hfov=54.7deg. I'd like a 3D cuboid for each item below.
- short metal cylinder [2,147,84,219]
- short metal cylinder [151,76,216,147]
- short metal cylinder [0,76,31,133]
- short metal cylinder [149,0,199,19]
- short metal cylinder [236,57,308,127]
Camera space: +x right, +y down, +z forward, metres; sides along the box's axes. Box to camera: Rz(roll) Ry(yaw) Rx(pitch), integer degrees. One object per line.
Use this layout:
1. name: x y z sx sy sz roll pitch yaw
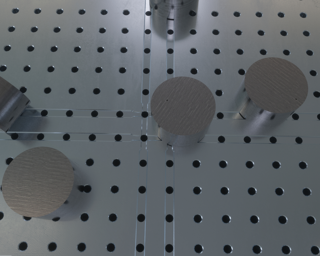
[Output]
1. short metal cylinder: -0.137 0.068 0.373 0.081 0.050 0.080 0 70 0
2. short metal cylinder: 0.029 -0.020 0.406 0.081 0.050 0.080 0 70 0
3. short metal cylinder: -0.216 -0.037 0.394 0.080 0.080 0.050 29 73 10
4. short metal cylinder: 0.023 -0.218 0.478 0.081 0.050 0.080 0 70 0
5. short metal cylinder: 0.148 -0.047 0.417 0.081 0.050 0.080 0 70 0
